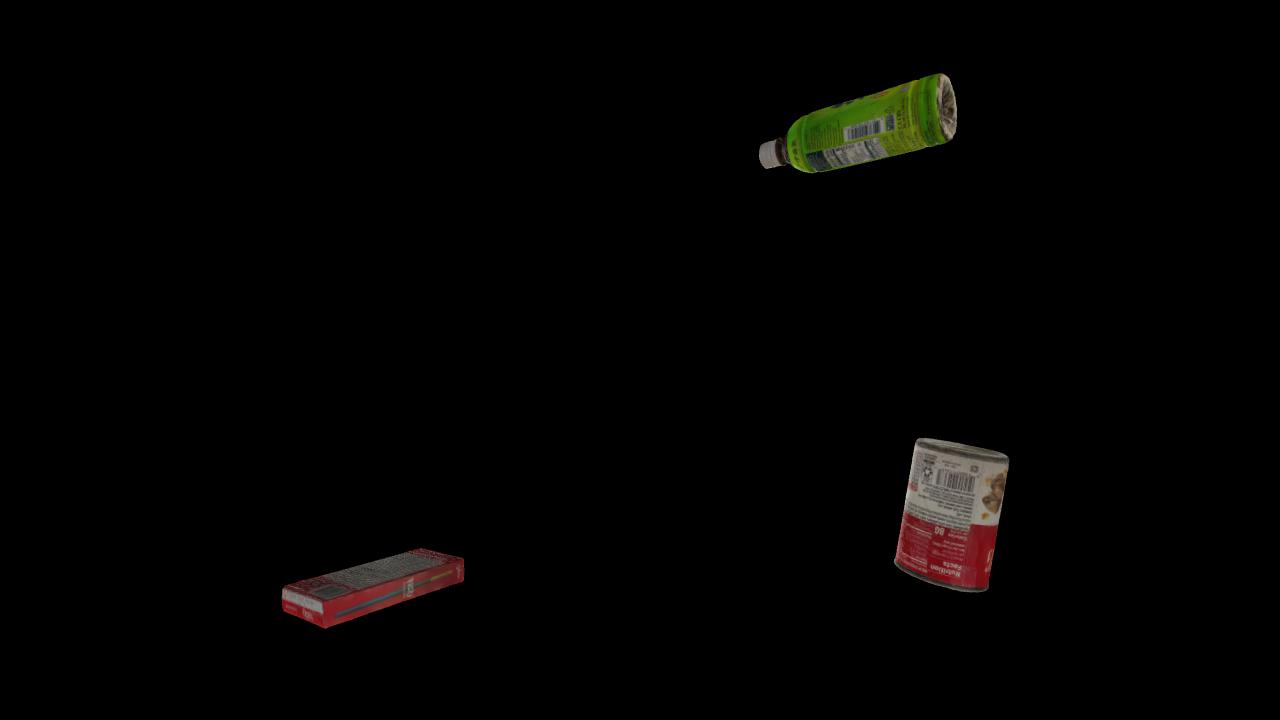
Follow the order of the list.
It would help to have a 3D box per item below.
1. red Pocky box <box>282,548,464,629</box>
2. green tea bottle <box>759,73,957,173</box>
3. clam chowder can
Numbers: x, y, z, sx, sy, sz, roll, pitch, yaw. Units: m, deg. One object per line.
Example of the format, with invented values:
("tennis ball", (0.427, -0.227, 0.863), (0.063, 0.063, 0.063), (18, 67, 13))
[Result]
("red Pocky box", (-0.267, 0.229, 0.629), (0.083, 0.028, 0.155), (-4, -2, 37))
("green tea bottle", (0.232, -0.253, 0.688), (0.212, 0.073, 0.073), (-2, -1, 39))
("clam chowder can", (0.242, 0.117, 0.479), (0.068, 0.102, 0.068), (8, 2, 0))
